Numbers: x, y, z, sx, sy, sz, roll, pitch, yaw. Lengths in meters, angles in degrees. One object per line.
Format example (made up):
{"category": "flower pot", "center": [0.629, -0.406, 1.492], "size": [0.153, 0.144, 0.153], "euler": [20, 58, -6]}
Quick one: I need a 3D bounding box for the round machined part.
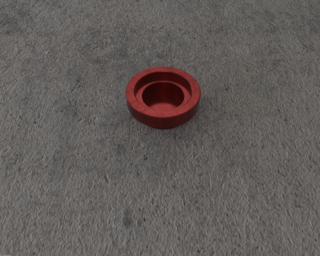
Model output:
{"category": "round machined part", "center": [0.004, -0.037, 0.423], "size": [0.099, 0.042, 0.098], "euler": [0, 50, 0]}
